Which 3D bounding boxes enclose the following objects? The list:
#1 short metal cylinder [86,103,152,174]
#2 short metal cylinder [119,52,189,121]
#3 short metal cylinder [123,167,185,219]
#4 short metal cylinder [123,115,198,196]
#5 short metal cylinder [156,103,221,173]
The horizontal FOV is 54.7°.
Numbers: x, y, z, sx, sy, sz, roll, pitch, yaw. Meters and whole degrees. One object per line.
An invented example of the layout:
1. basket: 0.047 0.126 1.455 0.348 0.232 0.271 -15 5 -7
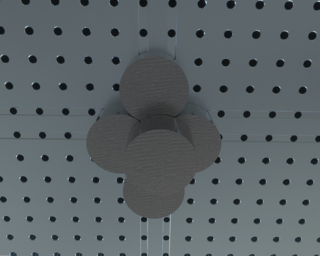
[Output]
1. short metal cylinder: -0.050 0.012 0.404 0.081 0.050 0.079 0 110 0
2. short metal cylinder: -0.007 -0.051 0.381 0.081 0.050 0.079 -1 110 -1
3. short metal cylinder: -0.008 0.076 0.427 0.081 0.050 0.079 0 108 -1
4. short metal cylinder: 0.000 0.030 0.357 0.081 0.050 0.079 0 110 0
5. short metal cylinder: 0.035 0.013 0.404 0.081 0.050 0.079 0 110 0
